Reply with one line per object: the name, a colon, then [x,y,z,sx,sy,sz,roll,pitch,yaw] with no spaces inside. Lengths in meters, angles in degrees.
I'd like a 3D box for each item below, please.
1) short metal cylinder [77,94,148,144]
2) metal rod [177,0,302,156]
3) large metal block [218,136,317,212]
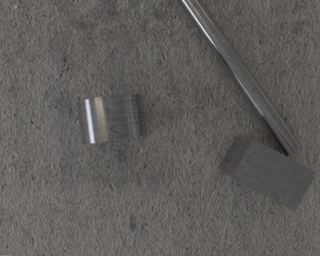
short metal cylinder: [-0.058,-0.011,0.382,0.080,0.080,0.050,-8,90,0]
metal rod: [0.092,-0.093,0.410,0.025,0.025,0.299,-35,90,0]
large metal block: [0.127,0.052,0.384,0.080,0.080,0.050,29,90,0]
